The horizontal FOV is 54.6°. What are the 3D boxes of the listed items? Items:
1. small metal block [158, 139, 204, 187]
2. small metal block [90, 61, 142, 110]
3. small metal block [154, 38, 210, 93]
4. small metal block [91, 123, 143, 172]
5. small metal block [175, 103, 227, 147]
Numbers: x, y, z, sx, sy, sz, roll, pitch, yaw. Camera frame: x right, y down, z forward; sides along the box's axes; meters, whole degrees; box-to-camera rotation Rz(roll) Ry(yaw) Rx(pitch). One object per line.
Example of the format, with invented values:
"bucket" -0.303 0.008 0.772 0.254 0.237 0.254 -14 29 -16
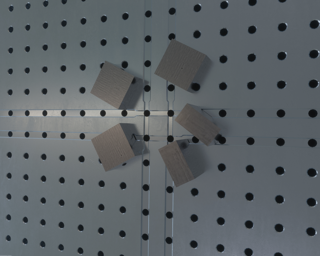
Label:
"small metal block" 0.028 0.042 0.390 0.025 0.050 0.050 -29 81 18
"small metal block" -0.062 -0.059 0.435 0.050 0.025 0.050 30 100 17
"small metal block" 0.029 -0.080 0.403 0.050 0.025 0.050 31 100 17
"small metal block" -0.061 0.027 0.435 0.050 0.025 0.050 -29 81 17
"small metal block" 0.052 -0.004 0.381 0.050 0.050 0.025 39 103 16
